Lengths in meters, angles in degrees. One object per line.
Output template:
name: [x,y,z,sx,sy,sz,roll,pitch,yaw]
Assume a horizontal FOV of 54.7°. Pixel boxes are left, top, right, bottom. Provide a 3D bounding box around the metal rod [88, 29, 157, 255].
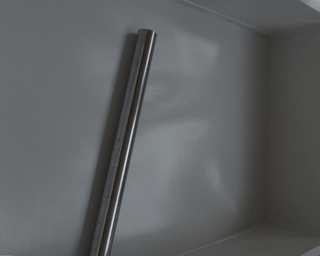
metal rod: [-0.045,0.024,0.370,0.025,0.025,0.299,19,78,-39]
